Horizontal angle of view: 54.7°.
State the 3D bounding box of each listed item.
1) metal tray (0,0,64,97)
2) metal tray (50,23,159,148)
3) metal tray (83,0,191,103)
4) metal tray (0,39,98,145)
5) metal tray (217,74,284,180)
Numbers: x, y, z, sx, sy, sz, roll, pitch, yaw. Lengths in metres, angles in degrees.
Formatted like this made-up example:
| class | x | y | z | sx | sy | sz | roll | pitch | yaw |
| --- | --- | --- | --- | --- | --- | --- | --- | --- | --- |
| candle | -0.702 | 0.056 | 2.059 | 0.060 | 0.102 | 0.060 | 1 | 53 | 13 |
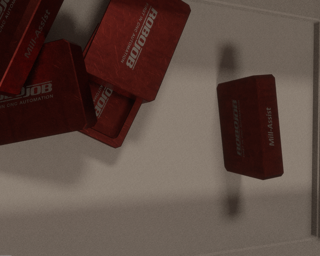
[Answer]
| class | x | y | z | sx | sy | sz | roll | pitch | yaw |
| --- | --- | --- | --- | --- | --- | --- | --- | --- | --- |
| metal tray | -0.152 | -0.106 | 0.291 | 0.090 | 0.030 | 0.129 | 27 | 93 | 10 |
| metal tray | -0.065 | -0.051 | 0.384 | 0.090 | 0.030 | 0.130 | 28 | 81 | -18 |
| metal tray | -0.028 | -0.105 | 0.366 | 0.090 | 0.030 | 0.130 | 24 | 82 | -19 |
| metal tray | -0.140 | -0.033 | 0.324 | 0.131 | 0.030 | 0.089 | -11 | 95 | 10 |
| metal tray | 0.119 | -0.002 | 0.421 | 0.030 | 0.090 | 0.129 | -7 | 93 | -20 |
